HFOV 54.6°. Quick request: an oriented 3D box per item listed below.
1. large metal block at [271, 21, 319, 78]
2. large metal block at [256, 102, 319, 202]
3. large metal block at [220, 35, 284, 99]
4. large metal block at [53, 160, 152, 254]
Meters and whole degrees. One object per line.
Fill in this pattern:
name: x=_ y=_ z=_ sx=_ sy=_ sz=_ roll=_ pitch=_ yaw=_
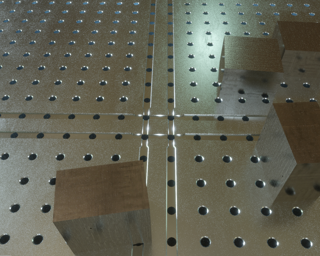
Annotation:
large metal block: x=0.229 y=-0.127 z=0.499 sx=0.080 sy=0.050 sz=0.080 roll=4 pitch=50 yaw=3
large metal block: x=0.152 y=0.028 z=0.350 sx=0.050 sy=0.080 sz=0.080 roll=-3 pitch=50 yaw=-2
large metal block: x=0.135 y=-0.094 z=0.471 sx=0.080 sy=0.050 sz=0.080 roll=5 pitch=50 yaw=4
large metal block: x=-0.052 y=0.079 z=0.305 sx=0.080 sy=0.080 sz=0.050 roll=-7 pitch=51 yaw=-6
